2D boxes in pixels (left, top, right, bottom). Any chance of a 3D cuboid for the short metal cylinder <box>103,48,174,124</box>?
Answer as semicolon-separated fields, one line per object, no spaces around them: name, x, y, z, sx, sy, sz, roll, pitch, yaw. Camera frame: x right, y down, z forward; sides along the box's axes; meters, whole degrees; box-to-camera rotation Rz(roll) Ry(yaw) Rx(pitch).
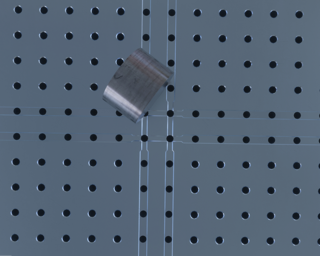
short metal cylinder;-0.026;-0.052;0.386;0.050;0.080;0.080;37;90;0
